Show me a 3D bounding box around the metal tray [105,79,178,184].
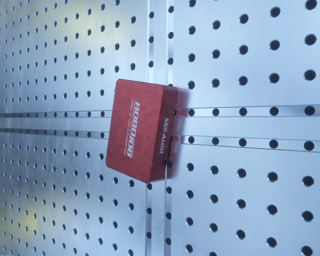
[{"bbox_3d":[-0.028,0.001,0.431,0.090,0.030,0.129,15,99,39],"label":"metal tray"}]
